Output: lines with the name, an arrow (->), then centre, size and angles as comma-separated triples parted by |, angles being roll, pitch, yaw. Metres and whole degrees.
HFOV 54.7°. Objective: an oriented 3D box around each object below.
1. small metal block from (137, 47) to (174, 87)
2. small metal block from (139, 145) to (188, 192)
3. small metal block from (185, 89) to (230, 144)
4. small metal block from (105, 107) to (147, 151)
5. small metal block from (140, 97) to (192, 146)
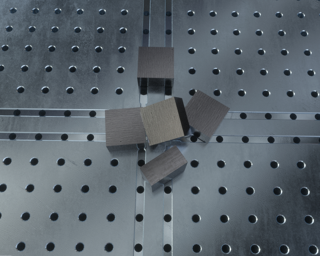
small metal block -> -0.006, -0.088, 0.444 | 0.050, 0.025, 0.050 | 1, 70, 0
small metal block -> 0.004, 0.051, 0.380 | 0.050, 0.050, 0.025 | -32, 74, -11
small metal block -> 0.058, -0.016, 0.418 | 0.050, 0.025, 0.050 | 33, 73, 11
small metal block -> -0.045, 0.002, 0.411 | 0.050, 0.025, 0.050 | -5, 70, -2
small metal block -> 0.008, -0.008, 0.398 | 0.050, 0.025, 0.050 | -17, 83, 26
